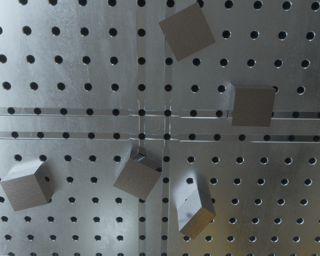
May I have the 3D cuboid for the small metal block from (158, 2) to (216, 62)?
[{"bbox_3d":[0.032,-0.115,0.371,0.050,0.025,0.050,-26,108,8],"label":"small metal block"}]

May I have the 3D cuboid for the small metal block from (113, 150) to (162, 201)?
[{"bbox_3d":[-0.031,0.067,0.438,0.050,0.025,0.050,28,107,-10],"label":"small metal block"}]

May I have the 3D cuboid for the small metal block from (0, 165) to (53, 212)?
[{"bbox_3d":[-0.189,0.086,0.443,0.050,0.025,0.050,-14,110,4],"label":"small metal block"}]

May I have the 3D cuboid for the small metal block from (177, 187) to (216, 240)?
[{"bbox_3d":[0.051,0.122,0.446,0.025,0.050,0.050,34,106,-12],"label":"small metal block"}]

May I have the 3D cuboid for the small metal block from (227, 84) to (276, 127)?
[{"bbox_3d":[0.118,-0.030,0.404,0.050,0.025,0.050,2,110,-1],"label":"small metal block"}]
